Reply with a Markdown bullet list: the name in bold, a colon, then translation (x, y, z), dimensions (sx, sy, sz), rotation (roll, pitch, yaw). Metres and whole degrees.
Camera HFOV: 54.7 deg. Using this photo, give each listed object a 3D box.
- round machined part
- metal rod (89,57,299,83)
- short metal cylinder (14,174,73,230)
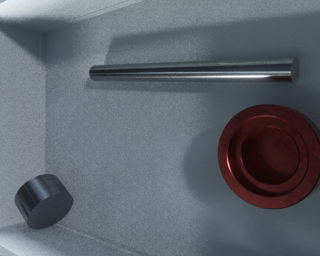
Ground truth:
- **round machined part**: translation (0.110, 0.026, 0.304), dimensions (0.098, 0.042, 0.097), rotation (0, 90, 39)
- **metal rod**: translation (0.015, -0.071, 0.392), dimensions (0.300, 0.025, 0.025), rotation (7, 95, 39)
- **short metal cylinder**: translation (-0.198, 0.126, 0.531), dimensions (0.050, 0.081, 0.079), rotation (41, 115, 32)
